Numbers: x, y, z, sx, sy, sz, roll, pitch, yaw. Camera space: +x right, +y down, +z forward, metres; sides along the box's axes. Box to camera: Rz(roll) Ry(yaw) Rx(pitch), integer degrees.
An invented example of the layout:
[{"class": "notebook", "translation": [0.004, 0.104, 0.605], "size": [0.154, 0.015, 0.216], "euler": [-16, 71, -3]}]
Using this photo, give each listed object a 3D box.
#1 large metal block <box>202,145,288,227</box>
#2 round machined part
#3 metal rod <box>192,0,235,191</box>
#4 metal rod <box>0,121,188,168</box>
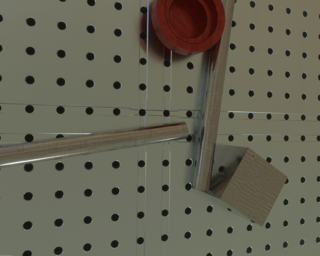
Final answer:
[{"class": "large metal block", "translation": [0.122, 0.081, 0.446], "size": [0.080, 0.050, 0.080], "euler": [35, 79, -17]}, {"class": "round machined part", "translation": [0.035, -0.147, 0.417], "size": [0.099, 0.042, 0.097], "euler": [0, 90, -21]}, {"class": "metal rod", "translation": [0.078, -0.062, 0.442], "size": [0.025, 0.025, 0.298], "euler": [9, 87, -20]}, {"class": "metal rod", "translation": [-0.107, 0.022, 0.373], "size": [0.303, 0.025, 0.025], "euler": [-8, 93, -20]}]
